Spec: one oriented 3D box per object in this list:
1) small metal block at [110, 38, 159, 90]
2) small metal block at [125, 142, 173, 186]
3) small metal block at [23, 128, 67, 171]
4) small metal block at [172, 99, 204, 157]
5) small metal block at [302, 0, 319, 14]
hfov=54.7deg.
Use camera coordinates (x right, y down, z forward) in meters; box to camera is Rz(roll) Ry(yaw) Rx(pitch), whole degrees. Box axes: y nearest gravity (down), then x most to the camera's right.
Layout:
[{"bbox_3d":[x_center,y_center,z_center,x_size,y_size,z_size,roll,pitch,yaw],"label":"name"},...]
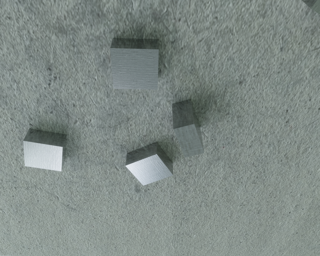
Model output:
[{"bbox_3d":[-0.027,-0.071,0.346,0.050,0.025,0.050,1,130,-1],"label":"small metal block"},{"bbox_3d":[-0.015,0.053,0.452,0.050,0.025,0.050,-22,127,17],"label":"small metal block"},{"bbox_3d":[-0.160,0.031,0.432,0.050,0.025,0.050,10,130,-9],"label":"small metal block"},{"bbox_3d":[0.035,0.000,0.391,0.025,0.050,0.050,-14,129,12],"label":"small metal block"},{"bbox_3d":[0.178,-0.130,0.298,0.050,0.025,0.050,22,127,-18],"label":"small metal block"}]
